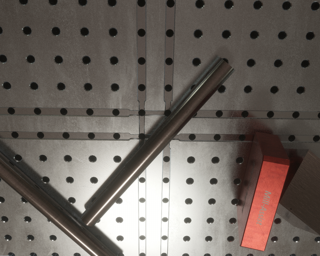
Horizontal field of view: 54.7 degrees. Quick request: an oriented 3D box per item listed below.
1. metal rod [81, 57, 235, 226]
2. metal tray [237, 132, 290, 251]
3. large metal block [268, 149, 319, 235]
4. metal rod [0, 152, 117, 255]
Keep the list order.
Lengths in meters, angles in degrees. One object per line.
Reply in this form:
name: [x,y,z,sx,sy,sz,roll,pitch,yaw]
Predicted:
metal rod: [-0.011,0.028,0.423,0.025,0.025,0.299,38,105,-13]
metal tray: [0.131,0.081,0.408,0.030,0.090,0.129,10,110,8]
large metal block: [0.190,0.084,0.417,0.080,0.050,0.080,38,77,-13]
metal rod: [-0.166,0.113,0.452,0.025,0.025,0.300,-38,106,12]
